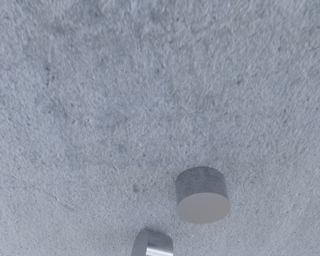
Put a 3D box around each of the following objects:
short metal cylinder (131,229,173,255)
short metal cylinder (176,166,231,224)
[{"bbox_3d":[-0.016,0.233,0.569,0.050,0.080,0.079,20,127,-17],"label":"short metal cylinder"},{"bbox_3d":[0.065,0.105,0.482,0.081,0.050,0.079,0,130,0],"label":"short metal cylinder"}]
